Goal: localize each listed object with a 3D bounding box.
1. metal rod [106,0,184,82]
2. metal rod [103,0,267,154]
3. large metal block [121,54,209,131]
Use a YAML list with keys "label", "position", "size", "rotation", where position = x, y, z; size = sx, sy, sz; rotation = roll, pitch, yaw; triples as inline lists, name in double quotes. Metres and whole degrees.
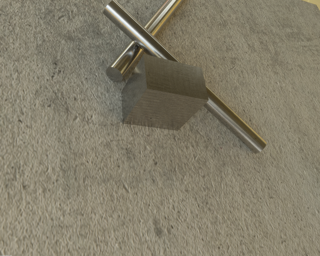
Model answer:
- label: "metal rod"
  position: [-0.004, -0.174, 0.509]
  size: [0.025, 0.025, 0.301]
  rotation: [34, 51, -6]
- label: "metal rod"
  position: [0.041, -0.069, 0.448]
  size: [0.300, 0.025, 0.025]
  rotation: [42, 51, -8]
- label: "large metal block"
  position: [0.003, -0.041, 0.397]
  size: [0.081, 0.080, 0.050]
  rotation: [8, 59, -25]
